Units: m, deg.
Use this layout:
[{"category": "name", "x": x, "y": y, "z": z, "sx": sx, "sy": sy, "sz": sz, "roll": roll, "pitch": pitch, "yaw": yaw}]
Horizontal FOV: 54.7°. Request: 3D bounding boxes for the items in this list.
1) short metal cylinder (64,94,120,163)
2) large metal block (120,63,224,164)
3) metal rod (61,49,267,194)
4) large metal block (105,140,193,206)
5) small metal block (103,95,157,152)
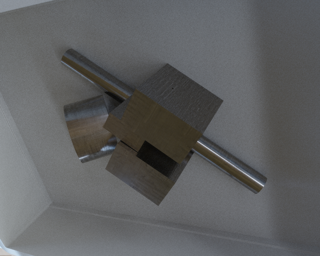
[{"category": "short metal cylinder", "x": -0.089, "y": 0.001, "z": 0.409, "sx": 0.050, "sy": 0.080, "sz": 0.079, "roll": -17, "pitch": 116, "yaw": -8}, {"category": "large metal block", "x": 0.015, "y": -0.019, "z": 0.352, "sx": 0.080, "sy": 0.080, "sz": 0.050, "roll": 35, "pitch": 129, "yaw": 5}, {"category": "metal rod", "x": 0.001, "y": -0.012, "z": 0.399, "sx": 0.301, "sy": 0.025, "sz": 0.025, "roll": 34, "pitch": 129, "yaw": 5}, {"category": "large metal block", "x": -0.009, "y": 0.038, "z": 0.399, "sx": 0.080, "sy": 0.080, "sz": 0.050, "roll": 34, "pitch": 129, "yaw": 5}, {"category": "small metal block", "x": -0.030, "y": -0.007, "z": 0.372, "sx": 0.050, "sy": 0.050, "sz": 0.025, "roll": 35, "pitch": 129, "yaw": 4}]
